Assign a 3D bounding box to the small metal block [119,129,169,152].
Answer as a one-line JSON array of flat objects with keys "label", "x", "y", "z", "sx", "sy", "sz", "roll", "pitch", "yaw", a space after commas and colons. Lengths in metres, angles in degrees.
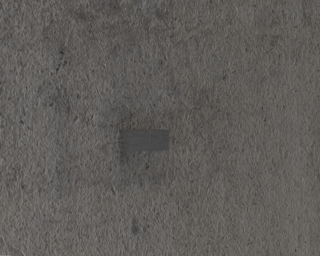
[{"label": "small metal block", "x": -0.021, "y": 0.014, "z": 0.388, "sx": 0.050, "sy": 0.050, "sz": 0.025, "roll": 0, "pitch": 90, "yaw": -20}]
